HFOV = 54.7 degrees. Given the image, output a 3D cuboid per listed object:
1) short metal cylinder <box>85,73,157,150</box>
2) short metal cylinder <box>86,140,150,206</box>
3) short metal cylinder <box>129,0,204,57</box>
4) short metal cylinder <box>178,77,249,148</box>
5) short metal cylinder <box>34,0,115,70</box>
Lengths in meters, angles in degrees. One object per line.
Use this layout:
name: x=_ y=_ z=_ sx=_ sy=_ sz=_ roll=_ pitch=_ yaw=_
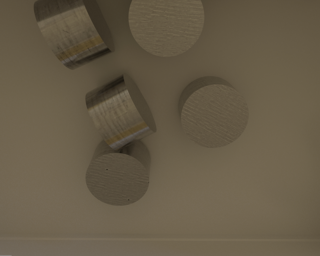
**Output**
short metal cylinder: x=-0.045 y=-0.019 z=0.374 sx=0.050 sy=0.080 sz=0.080 roll=-27 pitch=108 yaw=9
short metal cylinder: x=-0.054 y=0.056 z=0.415 sx=0.081 sy=0.050 sz=0.079 roll=0 pitch=114 yaw=0
short metal cylinder: x=0.007 y=-0.125 z=0.352 sx=0.081 sy=0.050 sz=0.079 roll=0 pitch=110 yaw=-1
short metal cylinder: x=0.065 y=-0.021 z=0.391 sx=0.081 sy=0.050 sz=0.079 roll=0 pitch=110 yaw=-1
short metal cylinder: x=-0.091 y=-0.111 z=0.340 sx=0.050 sy=0.080 sz=0.080 roll=-22 pitch=109 yaw=8
